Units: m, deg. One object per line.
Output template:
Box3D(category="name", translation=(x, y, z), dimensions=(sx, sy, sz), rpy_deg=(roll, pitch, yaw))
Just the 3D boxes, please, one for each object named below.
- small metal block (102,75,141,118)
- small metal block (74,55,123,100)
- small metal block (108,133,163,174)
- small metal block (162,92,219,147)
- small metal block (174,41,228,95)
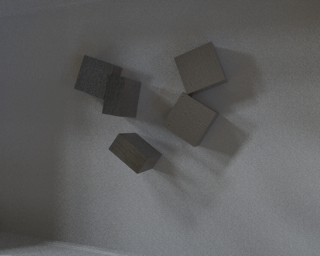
Box3D(category="small metal block", translation=(-0.050, -0.041, 0.415), dimensions=(0.025, 0.050, 0.050), rpy_deg=(10, 94, 20))
Box3D(category="small metal block", translation=(-0.088, -0.071, 0.441), dimensions=(0.050, 0.025, 0.050), rpy_deg=(21, 97, 18))
Box3D(category="small metal block", translation=(-0.031, 0.032, 0.408), dimensions=(0.050, 0.050, 0.025), rpy_deg=(38, 102, 16))
Box3D(category="small metal block", translation=(0.040, -0.011, 0.396), dimensions=(0.050, 0.025, 0.050), rpy_deg=(35, 101, 16))
Box3D(category="small metal block", translation=(0.052, -0.073, 0.392), dimensions=(0.050, 0.025, 0.050), rpy_deg=(-20, 83, 18))
